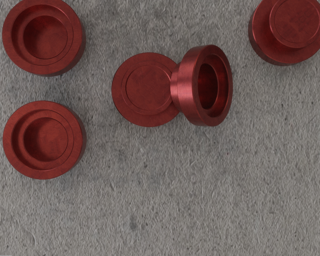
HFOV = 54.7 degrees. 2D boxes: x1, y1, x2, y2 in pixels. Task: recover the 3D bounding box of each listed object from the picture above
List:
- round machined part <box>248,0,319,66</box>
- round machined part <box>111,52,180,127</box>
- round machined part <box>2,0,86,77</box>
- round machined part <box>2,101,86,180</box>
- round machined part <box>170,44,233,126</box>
[{"bbox_3d":[0.169,-0.133,0.402,0.099,0.042,0.097,0,90,0],"label":"round machined part"},{"bbox_3d":[-0.014,-0.050,0.401,0.099,0.042,0.097,0,90,0],"label":"round machined part"},{"bbox_3d":[-0.145,-0.114,0.400,0.099,0.042,0.097,0,90,0],"label":"round machined part"},{"bbox_3d":[-0.144,0.015,0.400,0.099,0.042,0.097,0,90,0],"label":"round machined part"},{"bbox_3d":[0.049,-0.051,0.384,0.042,0.099,0.097,3,90,39],"label":"round machined part"}]
